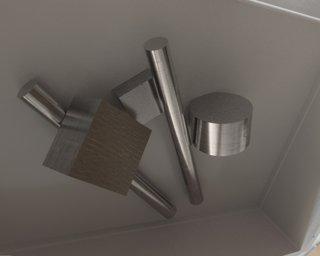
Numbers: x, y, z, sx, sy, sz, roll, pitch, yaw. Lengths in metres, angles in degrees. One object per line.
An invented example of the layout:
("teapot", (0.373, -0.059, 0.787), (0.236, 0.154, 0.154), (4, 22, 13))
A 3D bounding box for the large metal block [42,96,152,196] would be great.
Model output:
("large metal block", (-0.065, 0.021, 0.339), (0.080, 0.050, 0.080), (34, 72, -45))

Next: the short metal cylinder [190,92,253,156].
("short metal cylinder", (0.081, -0.007, 0.415), (0.081, 0.080, 0.050), (-18, 126, -18))

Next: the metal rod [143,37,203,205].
("metal rod", (0.028, 0.017, 0.412), (0.025, 0.025, 0.299), (-29, 136, -11))

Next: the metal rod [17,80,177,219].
("metal rod", (-0.059, 0.048, 0.407), (0.025, 0.025, 0.300), (-41, 130, -1))

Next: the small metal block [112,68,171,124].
("small metal block", (-0.022, -0.036, 0.376), (0.050, 0.025, 0.050), (-33, 129, -8))
